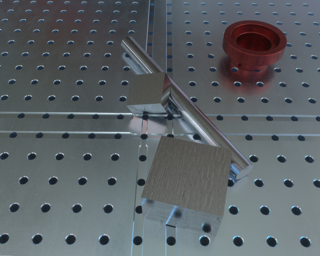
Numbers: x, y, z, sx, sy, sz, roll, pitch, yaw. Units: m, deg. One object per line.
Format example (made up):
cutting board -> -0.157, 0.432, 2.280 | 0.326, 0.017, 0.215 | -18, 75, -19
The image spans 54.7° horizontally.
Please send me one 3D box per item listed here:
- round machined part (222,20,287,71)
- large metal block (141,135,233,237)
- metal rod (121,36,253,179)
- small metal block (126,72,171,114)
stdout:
round machined part -> 0.152, -0.132, 0.508 | 0.099, 0.042, 0.098 | 0, 50, 0
large metal block -> 0.030, 0.062, 0.340 | 0.080, 0.050, 0.080 | 11, 51, 9
metal rod -> 0.022, -0.046, 0.446 | 0.025, 0.025, 0.300 | -25, 54, -19
small metal block -> -0.015, -0.048, 0.431 | 0.050, 0.025, 0.050 | -2, 63, 21
